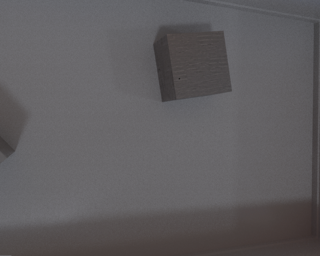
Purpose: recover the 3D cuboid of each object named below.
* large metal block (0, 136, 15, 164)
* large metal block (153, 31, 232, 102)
[{"bbox_3d":[-0.199,0.035,0.308,0.080,0.080,0.050,-42,104,-15],"label":"large metal block"},{"bbox_3d":[0.043,-0.081,0.414,0.081,0.050,0.079,-10,94,-20],"label":"large metal block"}]
